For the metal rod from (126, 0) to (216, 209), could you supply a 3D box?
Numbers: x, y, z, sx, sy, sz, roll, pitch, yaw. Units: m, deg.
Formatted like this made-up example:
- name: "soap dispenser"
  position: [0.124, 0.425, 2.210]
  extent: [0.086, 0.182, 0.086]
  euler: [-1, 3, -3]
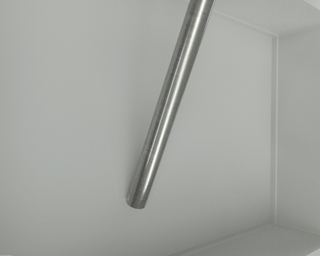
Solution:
- name: "metal rod"
  position: [0.015, -0.043, 0.342]
  extent: [0.025, 0.025, 0.298]
  euler: [4, 111, -40]
